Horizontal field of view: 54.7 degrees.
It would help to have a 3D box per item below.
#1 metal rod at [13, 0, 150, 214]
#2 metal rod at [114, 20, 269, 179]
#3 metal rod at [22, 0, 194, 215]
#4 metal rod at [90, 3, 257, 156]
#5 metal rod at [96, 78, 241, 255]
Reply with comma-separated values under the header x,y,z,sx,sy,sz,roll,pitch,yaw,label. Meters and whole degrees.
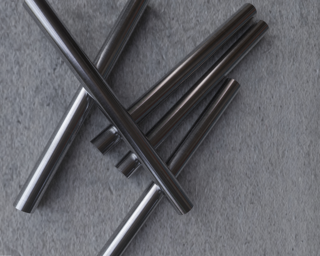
x,y,z,sx,sy,sz,roll,pitch,yaw,label
-0.089,-0.041,0.376,0.025,0.025,0.299,30,80,-18,metal rod
0.052,-0.048,0.429,0.301,0.025,0.025,-46,105,-14,metal rod
-0.052,-0.018,0.362,0.025,0.025,0.299,-39,103,-16,metal rod
0.028,-0.074,0.420,0.301,0.025,0.025,-43,104,-15,metal rod
0.018,0.052,0.416,0.025,0.025,0.300,41,77,-16,metal rod
